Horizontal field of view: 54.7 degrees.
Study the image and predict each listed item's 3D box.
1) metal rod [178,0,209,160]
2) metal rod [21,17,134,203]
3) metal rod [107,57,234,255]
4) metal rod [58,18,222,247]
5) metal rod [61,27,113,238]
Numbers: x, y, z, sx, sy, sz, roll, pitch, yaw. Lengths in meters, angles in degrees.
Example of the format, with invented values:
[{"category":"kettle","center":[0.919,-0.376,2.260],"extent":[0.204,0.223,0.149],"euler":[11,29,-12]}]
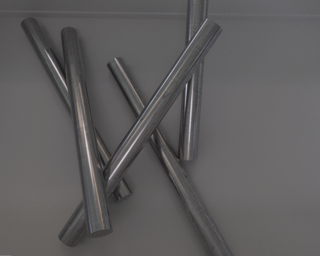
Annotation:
[{"category":"metal rod","center":[0.043,-0.109,0.377],"extent":[0.025,0.025,0.298],"euler":[3,98,1]},{"category":"metal rod","center":[-0.120,-0.035,0.421],"extent":[0.025,0.025,0.299],"euler":[-29,73,-10]},{"category":"metal rod","center":[0.006,0.032,0.397],"extent":[0.025,0.025,0.299],"euler":[-26,72,-9]},{"category":"metal rod","center":[-0.024,0.007,0.357],"extent":[0.025,0.025,0.299],"euler":[35,92,11]},{"category":"metal rod","center":[-0.097,-0.018,0.384],"extent":[0.025,0.025,0.299],"euler":[-14,59,-5]}]
